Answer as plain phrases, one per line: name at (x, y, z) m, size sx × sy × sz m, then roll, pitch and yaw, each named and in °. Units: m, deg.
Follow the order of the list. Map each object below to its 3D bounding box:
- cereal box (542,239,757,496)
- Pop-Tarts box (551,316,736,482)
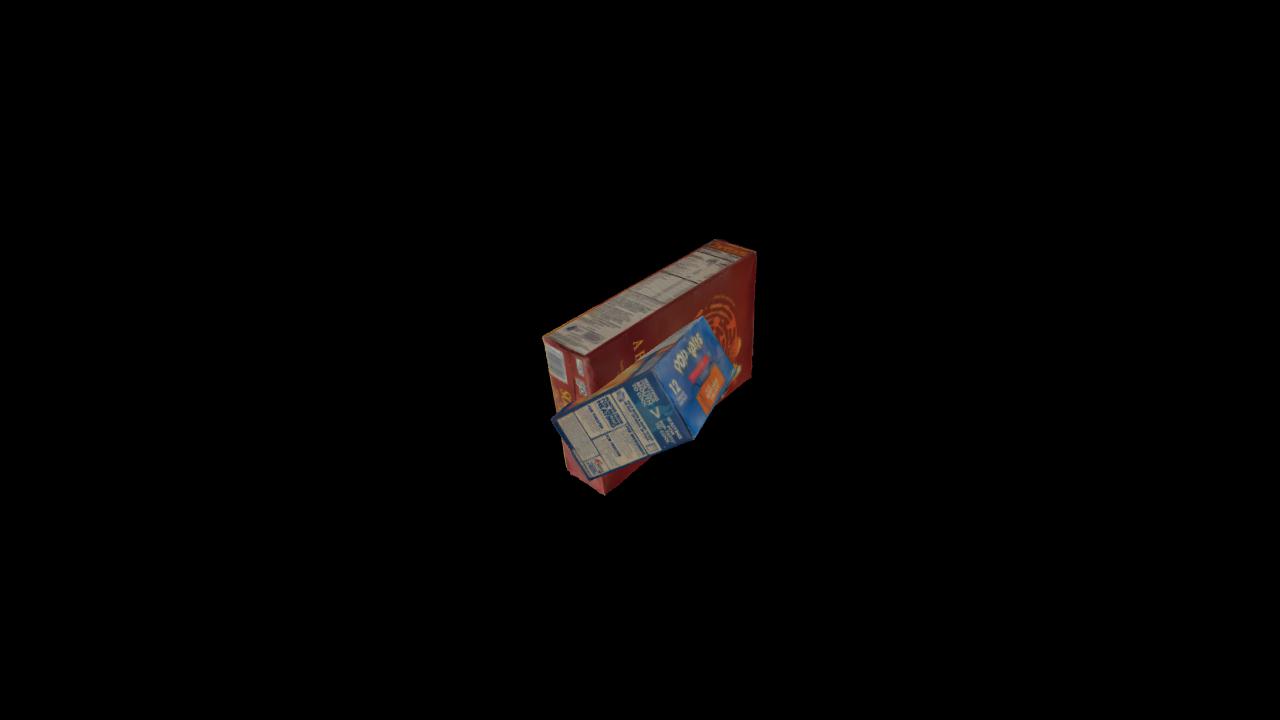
cereal box at (0.030, -0.001, 0.766) m, size 0.081 × 0.203 × 0.306 m, roll 25°, pitch 45°, yaw 35°
Pop-Tarts box at (0.010, 0.039, 0.675) m, size 0.141 × 0.083 × 0.167 m, roll -28°, pitch 9°, yaw 30°
